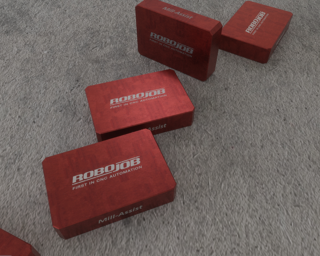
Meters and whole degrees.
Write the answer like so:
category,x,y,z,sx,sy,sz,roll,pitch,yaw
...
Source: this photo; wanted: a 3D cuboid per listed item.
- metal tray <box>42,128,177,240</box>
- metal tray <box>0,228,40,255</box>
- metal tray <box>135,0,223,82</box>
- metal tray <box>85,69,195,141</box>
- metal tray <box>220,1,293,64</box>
category,x,y,z,sx,sy,sz,roll,pitch,yaw
metal tray,-0.058,0.058,0.351,0.131,0.030,0.090,-16,52,-14
metal tray,-0.194,0.129,0.290,0.130,0.030,0.090,20,53,16
metal tray,0.025,-0.135,0.474,0.130,0.090,0.030,28,56,21
metal tray,-0.029,-0.031,0.425,0.131,0.030,0.090,-14,52,-12
metal tray,0.168,-0.173,0.546,0.090,0.030,0.130,25,54,19
